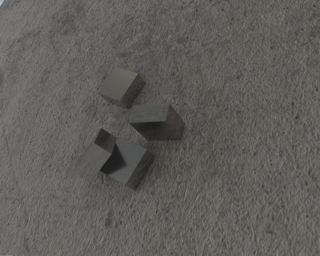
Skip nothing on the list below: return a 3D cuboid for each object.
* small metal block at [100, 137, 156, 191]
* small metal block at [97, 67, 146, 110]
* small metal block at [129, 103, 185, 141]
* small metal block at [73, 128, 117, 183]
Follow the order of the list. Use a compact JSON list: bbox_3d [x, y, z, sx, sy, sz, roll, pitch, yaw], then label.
[{"bbox_3d":[-0.043,0.046,0.398,0.050,0.025,0.050,21,73,35],"label":"small metal block"},{"bbox_3d":[-0.058,-0.061,0.472,0.050,0.025,0.050,21,73,35],"label":"small metal block"},{"bbox_3d":[-0.003,-0.006,0.393,0.050,0.050,0.025,-2,61,27],"label":"small metal block"},{"bbox_3d":[-0.083,0.034,0.402,0.050,0.025,0.050,-52,13,17],"label":"small metal block"}]
